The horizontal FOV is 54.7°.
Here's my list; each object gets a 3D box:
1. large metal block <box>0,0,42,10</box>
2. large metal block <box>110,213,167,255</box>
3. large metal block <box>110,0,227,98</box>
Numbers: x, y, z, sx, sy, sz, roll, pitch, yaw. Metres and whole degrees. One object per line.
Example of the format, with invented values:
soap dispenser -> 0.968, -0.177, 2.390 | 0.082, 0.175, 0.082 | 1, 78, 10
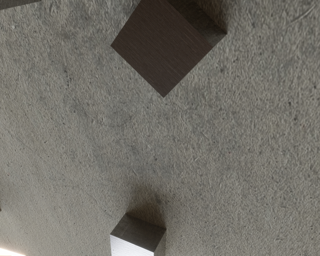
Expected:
large metal block -> -0.169, -0.185, 0.346 | 0.050, 0.080, 0.080 | 41, 129, 0
large metal block -> -0.037, 0.207, 0.538 | 0.080, 0.050, 0.079 | 15, 125, 19
large metal block -> 0.009, -0.093, 0.328 | 0.080, 0.050, 0.080 | 44, 129, -3
